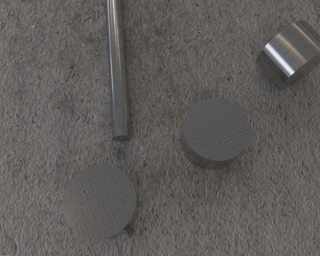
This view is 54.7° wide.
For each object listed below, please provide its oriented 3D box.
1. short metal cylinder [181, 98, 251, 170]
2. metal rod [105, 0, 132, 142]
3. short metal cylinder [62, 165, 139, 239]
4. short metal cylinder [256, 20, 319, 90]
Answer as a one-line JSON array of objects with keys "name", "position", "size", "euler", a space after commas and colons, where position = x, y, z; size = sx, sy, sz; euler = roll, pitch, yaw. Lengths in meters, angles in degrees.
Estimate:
[{"name": "short metal cylinder", "position": [0.068, 0.009, 0.392], "size": [0.081, 0.050, 0.080], "euler": [0, 70, 0]}, {"name": "metal rod", "position": [-0.065, -0.126, 0.453], "size": [0.025, 0.025, 0.299], "euler": [-5, 70, -2]}, {"name": "short metal cylinder", "position": [-0.066, 0.087, 0.362], "size": [0.081, 0.050, 0.080], "euler": [0, 70, 0]}, {"name": "short metal cylinder", "position": [0.177, -0.096, 0.415], "size": [0.080, 0.080, 0.050], "euler": [-32, 73, -11]}]
